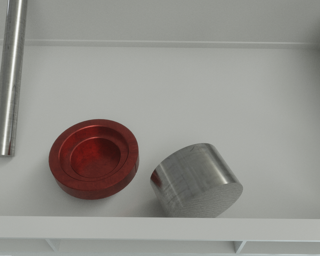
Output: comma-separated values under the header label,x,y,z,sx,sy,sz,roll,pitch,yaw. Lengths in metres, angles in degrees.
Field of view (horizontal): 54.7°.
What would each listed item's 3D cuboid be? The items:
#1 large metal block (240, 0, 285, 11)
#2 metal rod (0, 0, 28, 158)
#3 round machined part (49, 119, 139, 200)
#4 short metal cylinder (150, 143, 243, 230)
label,x,y,z,sx,sy,sz,roll,pitch,yaw
large metal block,0.215,-0.295,0.623,0.081,0.080,0.050,-24,54,-19
metal rod,-0.194,-0.111,0.411,0.025,0.025,0.299,-1,77,-1
round machined part,-0.073,0.039,0.360,0.099,0.042,0.098,0,50,0
short metal cylinder,0.037,0.061,0.319,0.081,0.080,0.050,-19,53,-16
